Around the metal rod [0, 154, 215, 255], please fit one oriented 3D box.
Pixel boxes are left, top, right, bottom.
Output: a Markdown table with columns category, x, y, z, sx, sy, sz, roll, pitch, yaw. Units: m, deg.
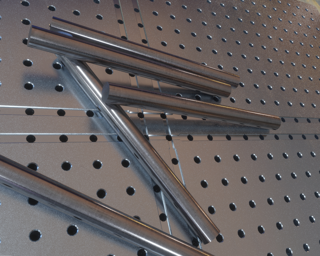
| category | x | y | z | sx | sy | sz | roll | pitch | yaw |
| --- | --- | --- | --- | --- | --- | --- | --- | --- | --- |
| metal rod | -0.063 | 0.090 | 0.320 | 0.301 | 0.025 | 0.025 | 28 | 52 | -11 |

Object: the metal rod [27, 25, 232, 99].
| category | x | y | z | sx | sy | sz | roll | pitch | yaw |
| --- | --- | --- | --- | --- | --- | --- | --- | --- | --- |
| metal rod | -0.020 | -0.082 | 0.428 | 0.302 | 0.025 | 0.025 | 10 | 57 | -31 |

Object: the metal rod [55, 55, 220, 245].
| category | x | y | z | sx | sy | sz | roll | pitch | yaw |
| --- | --- | --- | --- | --- | --- | --- | --- | --- | --- |
| metal rod | -0.033 | 0.013 | 0.383 | 0.025 | 0.025 | 0.300 | -33 | 80 | -38 |

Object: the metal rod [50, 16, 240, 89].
| category | x | y | z | sx | sy | sz | roll | pitch | yaw |
| --- | --- | --- | --- | --- | --- | --- | --- | --- | --- |
| metal rod | -0.009 | -0.107 | 0.470 | 0.302 | 0.025 | 0.025 | 12 | 57 | -22 |

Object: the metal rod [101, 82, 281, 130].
| category | x | y | z | sx | sy | sz | roll | pitch | yaw |
| --- | --- | --- | --- | --- | --- | --- | --- | --- | --- |
| metal rod | 0.064 | -0.025 | 0.442 | 0.302 | 0.025 | 0.025 | 8 | 58 | -31 |
